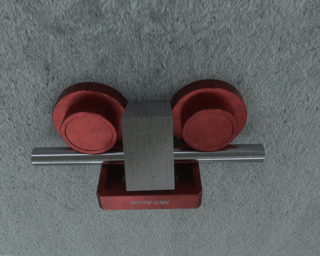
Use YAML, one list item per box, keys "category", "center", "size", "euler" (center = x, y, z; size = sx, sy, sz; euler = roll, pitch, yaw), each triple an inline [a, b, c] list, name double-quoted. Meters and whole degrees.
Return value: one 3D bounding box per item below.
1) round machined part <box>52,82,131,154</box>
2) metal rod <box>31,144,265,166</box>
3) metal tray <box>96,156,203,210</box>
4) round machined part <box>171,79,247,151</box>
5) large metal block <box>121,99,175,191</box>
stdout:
- category: "round machined part"
  center: [-0.086, -0.005, 0.389]
  size: [0.099, 0.042, 0.097]
  euler: [-1, 130, 0]
- category: "metal rod"
  center: [-0.015, 0.036, 0.412]
  size: [0.302, 0.025, 0.025]
  euler: [-1, 130, 0]
- category: "metal tray"
  center: [-0.013, 0.064, 0.420]
  size: [0.131, 0.090, 0.030]
  euler: [-1, 130, 0]
- category: "round machined part"
  center: [0.060, -0.009, 0.390]
  size: [0.099, 0.042, 0.097]
  euler: [-1, 130, 0]
- category: "large metal block"
  center: [-0.011, 0.016, 0.350]
  size: [0.050, 0.080, 0.079]
  euler: [-2, 107, 0]
